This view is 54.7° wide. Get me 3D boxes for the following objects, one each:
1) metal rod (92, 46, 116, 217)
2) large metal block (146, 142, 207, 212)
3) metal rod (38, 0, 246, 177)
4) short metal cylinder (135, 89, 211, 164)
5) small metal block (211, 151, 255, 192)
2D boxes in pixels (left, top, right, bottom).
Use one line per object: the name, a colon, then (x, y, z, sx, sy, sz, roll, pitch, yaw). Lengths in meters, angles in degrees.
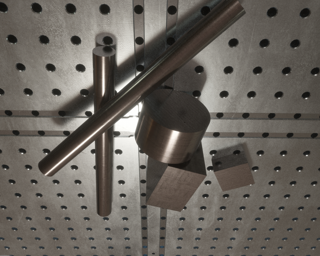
metal rod: (-0.078, 0.029, 0.434, 0.025, 0.025, 0.298, 5, 130, -5)
large metal block: (0.019, 0.053, 0.422, 0.050, 0.080, 0.079, 16, 128, -14)
metal rod: (-0.034, -0.036, 0.354, 0.299, 0.025, 0.025, -38, 121, 18)
short metal cylinder: (0.014, -0.003, 0.373, 0.081, 0.080, 0.050, 11, 129, -10)
small metal block: (0.111, 0.066, 0.470, 0.050, 0.025, 0.050, -18, 128, 14)
